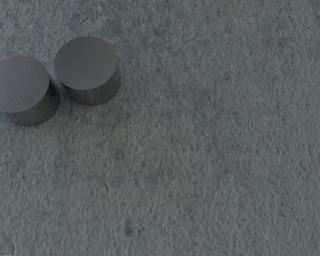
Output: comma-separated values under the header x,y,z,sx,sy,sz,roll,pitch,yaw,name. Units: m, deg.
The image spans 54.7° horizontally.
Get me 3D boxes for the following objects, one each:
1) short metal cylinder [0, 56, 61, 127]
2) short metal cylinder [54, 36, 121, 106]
x,y,z,sx,sy,sz,roll,pitch,yaw,name
-0.179,-0.048,0.410,0.081,0.050,0.080,0,70,0,short metal cylinder
-0.096,-0.076,0.422,0.081,0.050,0.080,0,70,0,short metal cylinder
